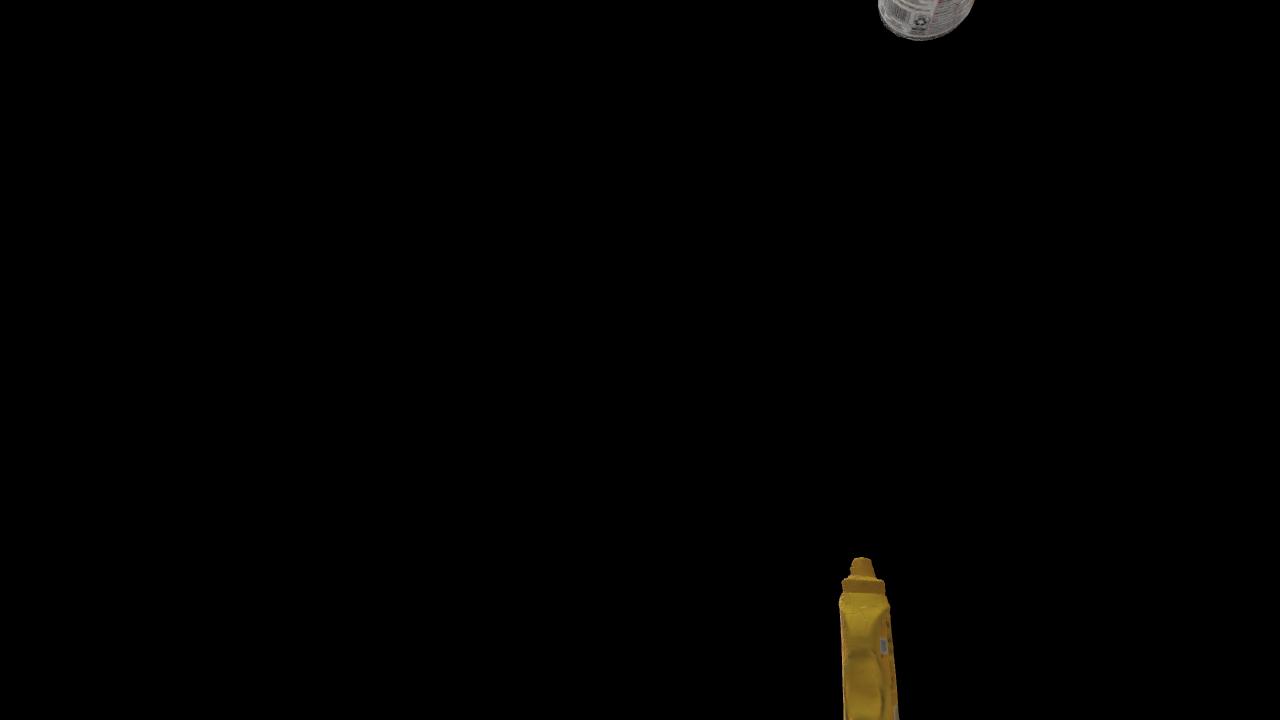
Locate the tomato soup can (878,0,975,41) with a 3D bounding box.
[{"bbox_3d":[0.198,-0.271,0.403,0.068,0.068,0.101,0,-9,14],"label":"tomato soup can"}]

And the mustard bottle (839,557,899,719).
[{"bbox_3d":[0.228,0.293,0.614,0.054,0.184,0.092,-9,-25,31],"label":"mustard bottle"}]
